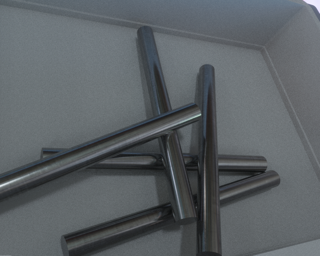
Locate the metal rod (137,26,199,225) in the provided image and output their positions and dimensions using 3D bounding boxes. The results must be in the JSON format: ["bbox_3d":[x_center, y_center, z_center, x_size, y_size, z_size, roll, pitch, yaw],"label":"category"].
[{"bbox_3d":[0.002,-0.026,0.400,0.025,0.025,0.299,6,53,-25],"label":"metal rod"}]

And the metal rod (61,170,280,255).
[{"bbox_3d":[0.038,0.093,0.369,0.303,0.025,0.025,-9,66,-32],"label":"metal rod"}]

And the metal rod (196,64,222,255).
[{"bbox_3d":[0.062,0.016,0.404,0.025,0.025,0.300,22,46,-15],"label":"metal rod"}]

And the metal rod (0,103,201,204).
[{"bbox_3d":[-0.078,0.028,0.313,0.302,0.025,0.025,-22,74,-31],"label":"metal rod"}]

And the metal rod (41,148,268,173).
[{"bbox_3d":[0.013,0.043,0.386,0.303,0.025,0.025,4,60,-26],"label":"metal rod"}]
